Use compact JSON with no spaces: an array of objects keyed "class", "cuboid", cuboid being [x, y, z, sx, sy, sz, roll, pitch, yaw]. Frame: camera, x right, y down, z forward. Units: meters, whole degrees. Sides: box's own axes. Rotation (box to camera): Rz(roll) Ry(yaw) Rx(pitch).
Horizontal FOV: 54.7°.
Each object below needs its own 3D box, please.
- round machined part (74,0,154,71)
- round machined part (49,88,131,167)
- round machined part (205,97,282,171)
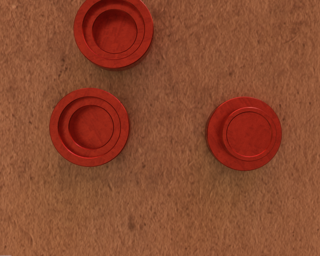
[{"class":"round machined part","cuboid":[-0.057,-0.122,0.401,0.099,0.042,0.097,0,90,-1]},{"class":"round machined part","cuboid":[-0.086,-0.001,0.400,0.099,0.042,0.097,0,90,-1]},{"class":"round machined part","cuboid":[0.111,0.008,0.403,0.099,0.042,0.097,0,90,-1]}]
